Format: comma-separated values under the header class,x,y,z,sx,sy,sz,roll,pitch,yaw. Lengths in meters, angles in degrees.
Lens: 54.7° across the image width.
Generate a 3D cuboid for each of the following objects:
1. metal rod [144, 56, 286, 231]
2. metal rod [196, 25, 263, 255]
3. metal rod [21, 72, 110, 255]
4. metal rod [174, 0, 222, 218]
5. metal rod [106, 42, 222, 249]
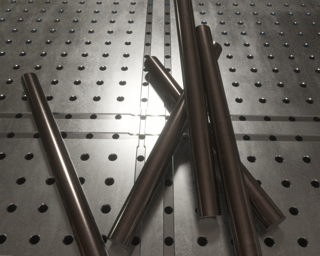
class,x,y,z,sx,sy,sz,roll,pitch,yaw
metal rod,0.054,-0.002,0.409,0.025,0.025,0.300,-21,53,-17
metal rod,0.073,-0.001,0.364,0.025,0.025,0.299,-4,64,-4
metal rod,-0.128,0.029,0.381,0.025,0.025,0.300,-21,53,-17
metal rod,0.042,-0.046,0.381,0.025,0.025,0.299,-3,70,-3
metal rod,0.018,-0.001,0.383,0.025,0.025,0.300,19,60,15
